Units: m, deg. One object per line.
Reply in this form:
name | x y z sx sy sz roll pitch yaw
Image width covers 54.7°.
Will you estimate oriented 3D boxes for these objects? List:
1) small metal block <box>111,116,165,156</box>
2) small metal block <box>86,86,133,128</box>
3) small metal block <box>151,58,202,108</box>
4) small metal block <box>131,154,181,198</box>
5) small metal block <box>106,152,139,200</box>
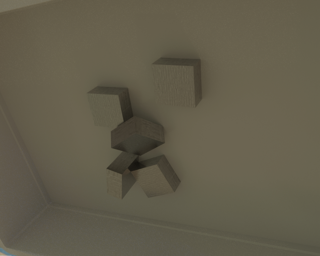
small metal block | -0.030 0.012 0.413 0.050 0.025 0.050 20 142 -40
small metal block | -0.067 -0.028 0.425 0.050 0.025 0.050 6 121 24
small metal block | 0.021 -0.054 0.364 0.050 0.025 0.050 8 122 23
small metal block | -0.006 0.072 0.455 0.050 0.025 0.050 -21 108 35
small metal block | -0.055 0.069 0.463 0.025 0.050 0.050 17 125 18
